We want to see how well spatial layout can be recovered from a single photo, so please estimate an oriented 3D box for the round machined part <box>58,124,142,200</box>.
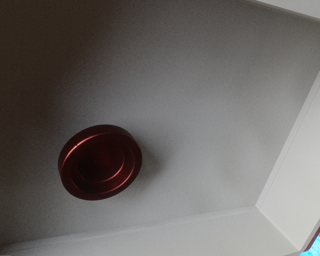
[{"bbox_3d":[-0.075,0.038,0.381,0.099,0.042,0.097,-14,125,-21],"label":"round machined part"}]
